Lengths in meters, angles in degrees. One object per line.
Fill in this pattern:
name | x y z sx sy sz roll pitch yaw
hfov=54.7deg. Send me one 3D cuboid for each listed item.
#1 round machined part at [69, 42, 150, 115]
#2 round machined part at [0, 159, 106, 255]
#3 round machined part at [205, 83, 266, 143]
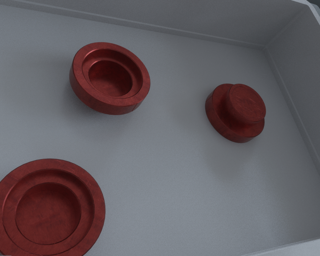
round machined part | -0.065 -0.058 0.395 0.099 0.042 0.098 14 56 -21
round machined part | -0.105 0.081 0.289 0.099 0.042 0.098 14 56 -21
round machined part | 0.123 -0.029 0.479 0.099 0.042 0.098 14 56 -21
